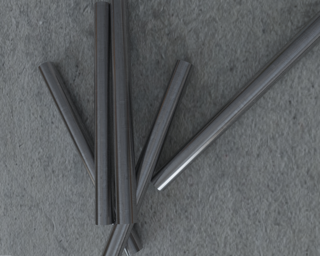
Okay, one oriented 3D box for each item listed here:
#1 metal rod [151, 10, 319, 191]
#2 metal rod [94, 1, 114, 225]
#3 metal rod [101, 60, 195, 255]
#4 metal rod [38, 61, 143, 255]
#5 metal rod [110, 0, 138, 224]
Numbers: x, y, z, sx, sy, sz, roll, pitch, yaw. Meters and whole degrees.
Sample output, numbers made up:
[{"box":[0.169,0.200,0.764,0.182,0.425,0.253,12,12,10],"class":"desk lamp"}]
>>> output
[{"box":[0.098,-0.031,0.374,0.299,0.025,0.025,-46,76,14],"class":"metal rod"},{"box":[-0.076,-0.024,0.420,0.025,0.025,0.298,-4,83,19],"class":"metal rod"},{"box":[-0.021,0.057,0.398,0.025,0.025,0.299,21,90,18],"class":"metal rod"},{"box":[-0.103,0.037,0.443,0.025,0.025,0.299,-31,80,17],"class":"metal rod"},{"box":[-0.048,-0.033,0.398,0.025,0.025,0.298,-8,78,19],"class":"metal rod"}]
